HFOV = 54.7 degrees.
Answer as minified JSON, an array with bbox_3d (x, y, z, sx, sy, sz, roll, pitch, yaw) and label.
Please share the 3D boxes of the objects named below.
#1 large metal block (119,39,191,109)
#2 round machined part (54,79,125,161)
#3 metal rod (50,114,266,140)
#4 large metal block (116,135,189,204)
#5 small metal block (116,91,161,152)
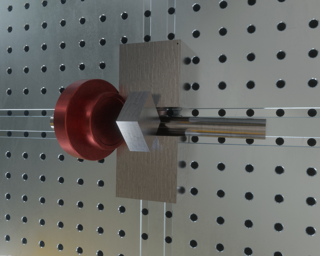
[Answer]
[{"bbox_3d":[-0.005,-0.065,0.401,0.080,0.050,0.079,1,90,20],"label":"large metal block"},{"bbox_3d":[-0.072,-0.009,0.368,0.042,0.099,0.097,5,92,34],"label":"round machined part"},{"bbox_3d":[-0.016,-0.004,0.418,0.301,0.025,0.025,2,91,19],"label":"metal rod"},{"bbox_3d":[-0.009,0.049,0.403,0.080,0.050,0.079,1,91,20],"label":"large metal block"},{"bbox_3d":[-0.023,-0.008,0.361,0.025,0.050,0.050,1,46,20],"label":"small metal block"}]
